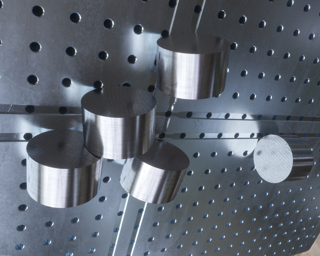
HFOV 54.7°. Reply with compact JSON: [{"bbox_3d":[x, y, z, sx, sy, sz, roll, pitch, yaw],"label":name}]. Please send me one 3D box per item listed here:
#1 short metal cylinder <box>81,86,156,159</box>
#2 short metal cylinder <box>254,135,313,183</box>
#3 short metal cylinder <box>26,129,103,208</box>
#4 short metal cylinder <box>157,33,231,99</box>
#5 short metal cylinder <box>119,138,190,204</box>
[{"bbox_3d":[-0.046,-0.009,0.347,0.081,0.080,0.050,-10,123,-24],"label":"short metal cylinder"},{"bbox_3d":[0.207,0.051,0.523,0.050,0.080,0.079,2,118,-30],"label":"short metal cylinder"},{"bbox_3d":[-0.105,0.042,0.345,0.081,0.080,0.050,-3,120,-27],"label":"short metal cylinder"},{"bbox_3d":[0.036,-0.073,0.352,0.081,0.080,0.050,-13,124,-22],"label":"short metal cylinder"},{"bbox_3d":[-0.008,0.053,0.406,0.081,0.080,0.050,5,116,-31],"label":"short metal cylinder"}]
